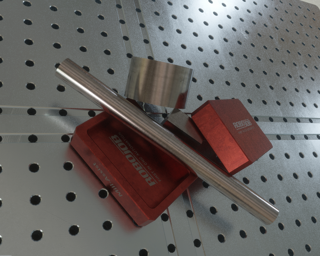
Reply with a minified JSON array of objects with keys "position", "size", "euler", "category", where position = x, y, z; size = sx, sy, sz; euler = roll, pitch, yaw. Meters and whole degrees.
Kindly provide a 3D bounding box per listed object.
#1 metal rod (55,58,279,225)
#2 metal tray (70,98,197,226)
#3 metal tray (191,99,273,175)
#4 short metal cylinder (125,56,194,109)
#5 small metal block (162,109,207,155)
[{"position":[0.012,0.019,0.360],"size":[0.301,0.025,0.025],"euler":[36,51,-5],"category":"metal rod"},{"position":[-0.028,0.035,0.363],"size":[0.130,0.030,0.091],"euler":[49,51,6],"category":"metal tray"},{"position":[0.102,0.005,0.419],"size":[0.090,0.030,0.131],"euler":[57,28,13],"category":"metal tray"},{"position":[-0.001,-0.058,0.395],"size":[0.081,0.080,0.050],"euler":[8,100,-24],"category":"short metal cylinder"},{"position":[0.024,0.008,0.394],"size":[0.050,0.050,0.025],"euler":[35,51,-5],"category":"small metal block"}]
